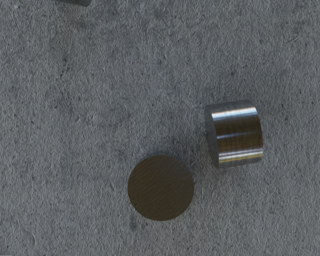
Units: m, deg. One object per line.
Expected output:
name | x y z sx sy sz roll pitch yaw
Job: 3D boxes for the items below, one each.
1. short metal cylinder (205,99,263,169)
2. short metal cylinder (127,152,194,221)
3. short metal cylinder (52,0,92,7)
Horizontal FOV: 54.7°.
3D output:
short metal cylinder | 0.088 0.007 0.383 0.050 0.080 0.080 -9 90 0
short metal cylinder | 0.001 0.072 0.397 0.081 0.050 0.080 0 90 0
short metal cylinder | -0.112 -0.196 0.381 0.050 0.080 0.080 12 90 0
